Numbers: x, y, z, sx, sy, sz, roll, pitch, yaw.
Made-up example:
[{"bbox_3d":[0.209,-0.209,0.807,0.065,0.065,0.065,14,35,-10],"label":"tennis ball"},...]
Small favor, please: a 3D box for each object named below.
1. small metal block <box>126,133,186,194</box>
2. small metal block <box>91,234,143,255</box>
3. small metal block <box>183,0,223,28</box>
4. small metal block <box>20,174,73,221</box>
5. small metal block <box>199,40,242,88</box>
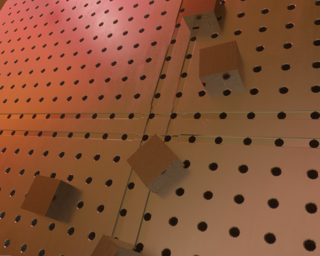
[{"bbox_3d":[-0.005,0.044,0.385,0.050,0.025,0.050,-43,51,-1],"label":"small metal block"},{"bbox_3d":[-0.052,0.147,0.330,0.025,0.050,0.050,21,73,36],"label":"small metal block"},{"bbox_3d":[0.068,-0.189,0.489,0.050,0.025,0.050,1,62,28],"label":"small metal block"},{"bbox_3d":[-0.158,0.096,0.434,0.050,0.025,0.050,5,64,30],"label":"small metal block"},{"bbox_3d":[0.081,-0.086,0.419,0.050,0.025,0.050,-9,58,23],"label":"small metal block"}]
